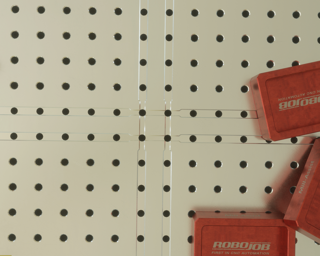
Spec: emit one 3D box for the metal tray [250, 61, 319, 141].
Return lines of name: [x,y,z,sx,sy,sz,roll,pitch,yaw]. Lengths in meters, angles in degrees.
metal tray: [0.197,-0.039,0.413,0.131,0.030,0.089,-12,90,-1]

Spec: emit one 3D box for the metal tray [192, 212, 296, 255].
metal tray: [0.109,0.161,0.412,0.131,0.030,0.089,1,90,-1]

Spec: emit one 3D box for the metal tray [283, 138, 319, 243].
metal tray: [0.227,0.085,0.397,0.090,0.030,0.130,30,75,-1]
